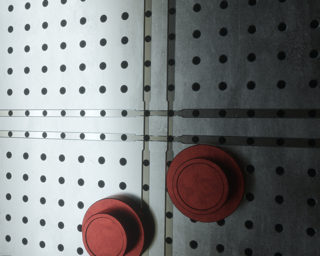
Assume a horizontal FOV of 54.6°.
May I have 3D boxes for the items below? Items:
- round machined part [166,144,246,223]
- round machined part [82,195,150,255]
[{"bbox_3d":[0.054,0.069,0.385,0.098,0.042,0.097,0,90,20],"label":"round machined part"},{"bbox_3d":[-0.067,0.146,0.428,0.098,0.042,0.097,0,90,20],"label":"round machined part"}]
